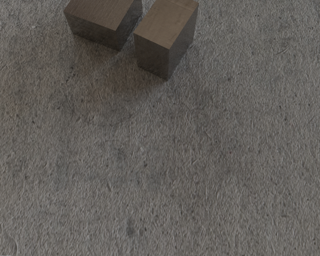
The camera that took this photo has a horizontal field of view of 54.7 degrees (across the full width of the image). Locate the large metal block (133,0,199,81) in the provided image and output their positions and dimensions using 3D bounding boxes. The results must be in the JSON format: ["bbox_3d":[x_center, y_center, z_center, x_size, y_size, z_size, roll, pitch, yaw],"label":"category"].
[{"bbox_3d":[0.009,-0.125,0.424,0.050,0.080,0.080,28,72,9],"label":"large metal block"}]

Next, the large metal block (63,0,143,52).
[{"bbox_3d":[-0.080,-0.171,0.457,0.080,0.050,0.080,23,72,8],"label":"large metal block"}]
